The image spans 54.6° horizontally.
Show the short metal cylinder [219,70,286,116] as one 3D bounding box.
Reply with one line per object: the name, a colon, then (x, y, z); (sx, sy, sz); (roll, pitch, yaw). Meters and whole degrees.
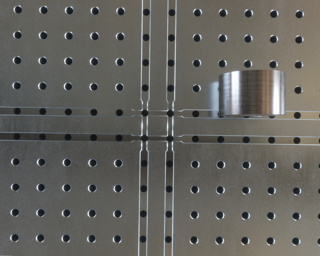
short metal cylinder: (0.114, -0.041, 0.387); (0.080, 0.080, 0.050); (0, 90, 0)
